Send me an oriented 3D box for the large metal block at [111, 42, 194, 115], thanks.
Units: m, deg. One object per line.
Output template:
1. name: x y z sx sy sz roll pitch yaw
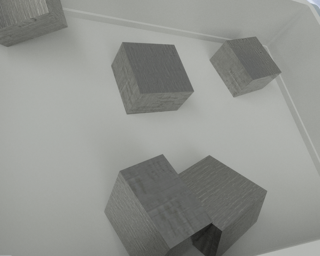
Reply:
1. large metal block: -0.012 -0.068 0.425 0.081 0.050 0.080 -6 65 -31

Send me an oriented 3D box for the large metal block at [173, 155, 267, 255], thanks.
1. large metal block: 0.057 0.085 0.346 0.081 0.050 0.080 -25 43 -37

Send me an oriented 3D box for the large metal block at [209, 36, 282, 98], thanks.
1. large metal block: 0.147 -0.106 0.533 0.081 0.050 0.080 -18 71 -35

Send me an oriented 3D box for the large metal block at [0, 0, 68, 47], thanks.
1. large metal block: -0.163 -0.148 0.353 0.080 0.050 0.080 -16 89 6

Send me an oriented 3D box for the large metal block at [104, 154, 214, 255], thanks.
1. large metal block: -0.007 0.086 0.303 0.050 0.079 0.080 -18 58 -35
